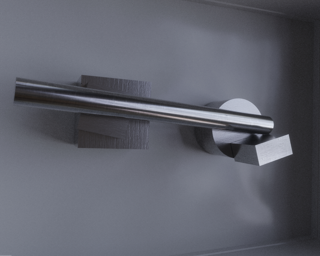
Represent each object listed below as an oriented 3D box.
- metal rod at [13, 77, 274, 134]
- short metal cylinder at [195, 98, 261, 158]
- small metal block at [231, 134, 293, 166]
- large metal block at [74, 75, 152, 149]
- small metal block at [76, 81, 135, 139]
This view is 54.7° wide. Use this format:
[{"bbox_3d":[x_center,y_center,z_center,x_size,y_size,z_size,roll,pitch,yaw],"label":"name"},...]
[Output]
[{"bbox_3d":[0.007,-0.018,0.338,0.302,0.025,0.025,6,88,-28],"label":"metal rod"},{"bbox_3d":[0.096,0.001,0.432,0.081,0.050,0.079,0,90,-21],"label":"short metal cylinder"},{"bbox_3d":[0.127,0.026,0.390,0.050,0.050,0.025,-15,96,-20],"label":"small metal block"},{"bbox_3d":[-0.058,-0.017,0.373,0.081,0.050,0.079,3,89,-20],"label":"large metal block"},{"bbox_3d":[-0.060,-0.018,0.334,0.050,0.025,0.050,14,85,-20],"label":"small metal block"}]
